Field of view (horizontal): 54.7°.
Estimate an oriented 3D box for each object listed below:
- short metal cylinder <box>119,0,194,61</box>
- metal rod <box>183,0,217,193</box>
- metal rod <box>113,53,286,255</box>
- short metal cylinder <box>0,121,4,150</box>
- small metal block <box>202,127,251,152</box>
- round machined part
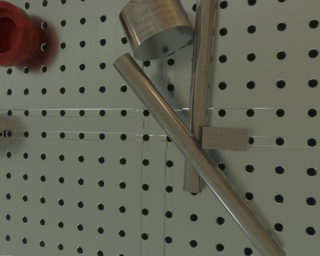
[{"bbox_3d":[-0.004,-0.126,0.385,0.080,0.080,0.050,-25,82,18],"label":"short metal cylinder"},{"bbox_3d":[0.052,-0.068,0.393,0.025,0.025,0.298,5,92,20],"label":"metal rod"},{"bbox_3d":[0.045,0.035,0.370,0.025,0.025,0.300,-39,88,16],"label":"metal rod"},{"bbox_3d":[-0.308,0.013,0.508,0.080,0.050,0.080,0,90,20],"label":"short metal cylinder"},{"bbox_3d":[0.081,0.012,0.371,0.050,0.050,0.025,3,91,20],"label":"small metal block"},{"bbox_3d":[-0.239,-0.144,0.488,0.098,0.042,0.097,0,90,20],"label":"round machined part"}]
